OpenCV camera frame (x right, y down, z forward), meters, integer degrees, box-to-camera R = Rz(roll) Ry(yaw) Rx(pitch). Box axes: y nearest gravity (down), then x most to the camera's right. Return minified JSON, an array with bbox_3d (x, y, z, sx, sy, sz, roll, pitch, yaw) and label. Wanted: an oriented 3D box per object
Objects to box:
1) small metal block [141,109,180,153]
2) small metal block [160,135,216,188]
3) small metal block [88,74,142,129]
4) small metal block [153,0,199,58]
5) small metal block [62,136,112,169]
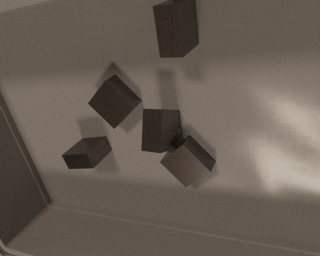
[{"bbox_3d":[0.002,0.002,0.381,0.025,0.050,0.050,5,95,26],"label":"small metal block"},{"bbox_3d":[0.037,0.045,0.416,0.050,0.025,0.050,45,129,-4],"label":"small metal block"},{"bbox_3d":[-0.061,-0.035,0.418,0.050,0.025,0.050,45,129,-4],"label":"small metal block"},{"bbox_3d":[0.018,-0.104,0.318,0.025,0.050,0.050,5,121,25],"label":"small metal block"},{"bbox_3d":[-0.110,0.037,0.472,0.050,0.050,0.025,-6,115,30],"label":"small metal block"}]
